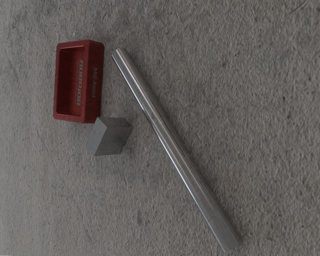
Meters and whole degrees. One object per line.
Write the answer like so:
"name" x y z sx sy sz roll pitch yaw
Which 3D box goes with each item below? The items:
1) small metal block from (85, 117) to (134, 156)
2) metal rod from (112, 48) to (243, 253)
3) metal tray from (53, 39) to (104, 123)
"small metal block" -0.073 0.012 0.449 0.025 0.050 0.050 42 115 32
"metal rod" 0.011 0.011 0.396 0.025 0.025 0.299 -45 63 31
"metal tray" -0.137 -0.076 0.514 0.090 0.030 0.129 7 95 39
